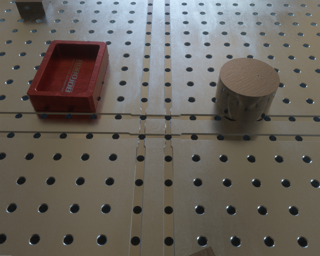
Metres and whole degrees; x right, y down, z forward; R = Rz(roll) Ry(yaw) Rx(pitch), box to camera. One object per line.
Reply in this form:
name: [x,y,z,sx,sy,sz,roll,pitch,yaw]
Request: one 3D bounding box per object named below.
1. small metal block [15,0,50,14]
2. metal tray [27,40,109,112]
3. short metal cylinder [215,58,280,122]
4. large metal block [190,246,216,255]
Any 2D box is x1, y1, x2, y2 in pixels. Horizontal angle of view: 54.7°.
small metal block: [-0.252,-0.252,0.616,0.050,0.025,0.050,-1,50,-1]
metal tray: [-0.134,-0.083,0.471,0.091,0.030,0.130,3,50,1]
short metal cylinder: [0.121,-0.055,0.439,0.081,0.050,0.080,0,50,0]
large metal block: [0.023,0.160,0.258,0.081,0.050,0.080,-17,52,-15]
